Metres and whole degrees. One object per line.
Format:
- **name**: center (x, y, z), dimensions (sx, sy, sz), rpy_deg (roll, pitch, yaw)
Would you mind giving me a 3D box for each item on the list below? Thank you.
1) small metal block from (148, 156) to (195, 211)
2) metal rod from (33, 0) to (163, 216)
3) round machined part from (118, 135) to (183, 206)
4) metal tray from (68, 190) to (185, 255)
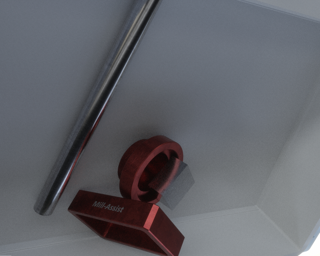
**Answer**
- **small metal block**: center (0.017, 0.073, 0.407), dimensions (0.050, 0.025, 0.050), rpy_deg (-48, 144, -19)
- **metal rod**: center (-0.075, -0.022, 0.354), dimensions (0.025, 0.025, 0.298), rpy_deg (19, 108, -36)
- **round machined part**: center (-0.017, 0.053, 0.409), dimensions (0.099, 0.042, 0.097), rpy_deg (-32, 136, -36)
- **metal tray**: center (-0.044, 0.124, 0.400), dimensions (0.090, 0.130, 0.030), rpy_deg (58, 46, -40)
